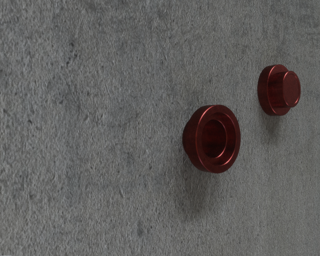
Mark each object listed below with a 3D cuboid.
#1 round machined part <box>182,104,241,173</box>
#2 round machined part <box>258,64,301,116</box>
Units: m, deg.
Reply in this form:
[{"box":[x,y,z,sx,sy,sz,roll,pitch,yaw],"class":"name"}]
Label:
[{"box":[0.071,0.015,0.453,0.099,0.042,0.097,0,90,-40],"class":"round machined part"},{"box":[0.231,-0.072,0.586,0.099,0.042,0.097,0,90,-40],"class":"round machined part"}]
